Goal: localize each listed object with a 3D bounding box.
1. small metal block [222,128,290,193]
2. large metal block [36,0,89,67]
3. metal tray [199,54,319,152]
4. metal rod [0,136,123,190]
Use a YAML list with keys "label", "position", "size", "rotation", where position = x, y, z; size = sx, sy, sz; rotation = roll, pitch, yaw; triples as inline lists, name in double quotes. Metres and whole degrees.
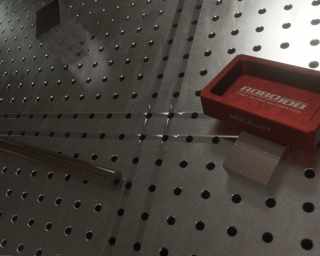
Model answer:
- label: "small metal block"
  position: [0.104, 0.033, 0.333]
  size: [0.050, 0.025, 0.050]
  rotation: [23, 74, 36]
- label: "large metal block"
  position: [-0.180, -0.175, 0.572]
  size: [0.050, 0.080, 0.080]
  rotation: [-26, 53, 12]
- label: "metal tray"
  position: [0.122, -0.035, 0.345]
  size: [0.130, 0.030, 0.090]
  rotation: [24, 58, 36]
- label: "metal rod"
  position: [-0.181, 0.044, 0.473]
  size: [0.300, 0.025, 0.025]
  rotation: [11, 67, 32]
